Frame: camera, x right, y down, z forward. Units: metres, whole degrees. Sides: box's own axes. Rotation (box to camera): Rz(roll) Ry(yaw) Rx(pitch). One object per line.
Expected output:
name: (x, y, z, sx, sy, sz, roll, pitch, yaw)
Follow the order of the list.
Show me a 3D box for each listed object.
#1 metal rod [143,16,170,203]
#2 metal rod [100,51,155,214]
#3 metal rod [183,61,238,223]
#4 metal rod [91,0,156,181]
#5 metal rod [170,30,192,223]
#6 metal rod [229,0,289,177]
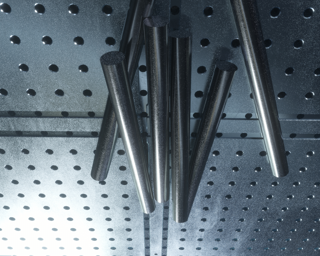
metal rod: (0.000, 0.004, 0.402, 0.025, 0.025, 0.298, -1, 134, 1)
metal rod: (-0.034, 0.032, 0.417, 0.025, 0.025, 0.299, -4, 137, 3)
metal rod: (0.056, 0.043, 0.447, 0.025, 0.025, 0.298, 6, 130, -5)
metal rod: (-0.050, -0.038, 0.378, 0.025, 0.025, 0.298, 13, 129, -11)
metal rod: (0.027, 0.022, 0.414, 0.025, 0.025, 0.298, -2, 126, 1)
metal rod: (0.125, -0.041, 0.377, 0.025, 0.025, 0.299, -17, 128, 14)
